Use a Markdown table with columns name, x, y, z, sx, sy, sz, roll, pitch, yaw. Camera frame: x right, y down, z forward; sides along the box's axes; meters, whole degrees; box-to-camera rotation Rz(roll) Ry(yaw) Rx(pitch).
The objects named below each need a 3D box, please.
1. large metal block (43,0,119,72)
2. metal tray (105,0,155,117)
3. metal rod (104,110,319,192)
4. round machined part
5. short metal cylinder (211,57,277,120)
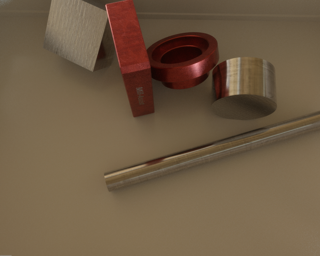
| name | x | y | z | sx | sy | sz | roll | pitch | yaw |
| --- | --- | --- | --- | --- | --- | --- | --- | --- | --- |
| large metal block | -0.103 | -0.133 | 0.422 | 0.080 | 0.050 | 0.079 | 26 | 116 | 8 |
| metal tray | -0.033 | -0.078 | 0.382 | 0.030 | 0.130 | 0.090 | -13 | 71 | -4 |
| metal rod | 0.079 | 0.027 | 0.400 | 0.302 | 0.025 | 0.025 | -16 | 71 | -6 |
| round machined part | 0.030 | -0.088 | 0.418 | 0.098 | 0.042 | 0.098 | -10 | 39 | 8 |
| short metal cylinder | 0.107 | -0.048 | 0.399 | 0.081 | 0.080 | 0.050 | 5 | 70 | 1 |
